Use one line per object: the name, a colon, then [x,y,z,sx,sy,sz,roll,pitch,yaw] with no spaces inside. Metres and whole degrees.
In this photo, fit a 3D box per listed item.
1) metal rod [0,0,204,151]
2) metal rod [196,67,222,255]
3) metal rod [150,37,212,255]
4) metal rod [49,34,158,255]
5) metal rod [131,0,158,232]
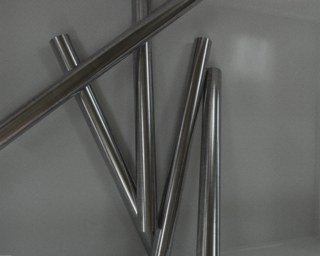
metal rod: [-0.064,-0.079,0.357,0.301,0.025,0.025,-40,103,-13]
metal rod: [0.060,0.053,0.369,0.025,0.025,0.299,17,60,-19]
metal rod: [0.029,0.023,0.406,0.025,0.025,0.299,16,79,-19]
metal rod: [-0.061,0.030,0.387,0.025,0.025,0.299,-26,99,-18]
metal rod: [-0.020,-0.026,0.388,0.025,0.025,0.298,0,85,-20]
